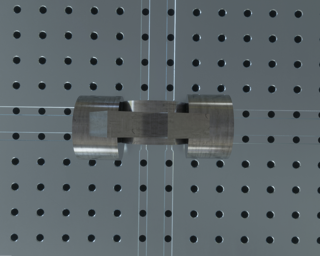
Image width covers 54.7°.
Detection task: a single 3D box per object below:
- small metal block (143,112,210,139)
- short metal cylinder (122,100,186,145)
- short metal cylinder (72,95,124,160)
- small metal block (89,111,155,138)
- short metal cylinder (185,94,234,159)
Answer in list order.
[{"bbox_3d":[0.016,-0.002,0.324,0.050,0.050,0.025,1,90,-31],"label":"small metal block"},{"bbox_3d":[-0.007,-0.006,0.385,0.081,0.080,0.050,1,90,0],"label":"short metal cylinder"},{"bbox_3d":[-0.073,0.000,0.385,0.050,0.080,0.079,1,90,0],"label":"short metal cylinder"},{"bbox_3d":[-0.040,-0.004,0.319,0.050,0.050,0.025,1,90,-32],"label":"small metal block"},{"bbox_3d":[0.058,-0.002,0.385,0.050,0.080,0.079,1,90,1],"label":"short metal cylinder"}]
